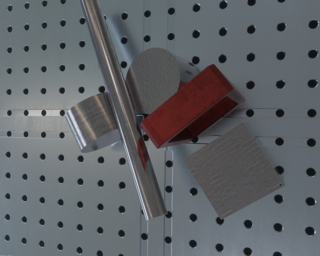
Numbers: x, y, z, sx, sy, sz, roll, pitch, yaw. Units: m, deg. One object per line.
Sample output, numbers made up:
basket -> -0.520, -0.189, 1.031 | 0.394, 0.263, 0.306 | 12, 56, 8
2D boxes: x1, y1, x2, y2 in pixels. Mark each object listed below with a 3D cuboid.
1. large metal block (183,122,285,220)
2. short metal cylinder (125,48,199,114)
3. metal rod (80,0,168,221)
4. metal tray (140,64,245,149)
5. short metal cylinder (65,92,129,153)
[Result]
large metal block -> 0.088, 0.048, 0.368 | 0.080, 0.050, 0.080 | -34, 79, 16
short metal cylinder -> 0.004, -0.054, 0.388 | 0.080, 0.050, 0.080 | -4, 84, 34
metal rod -> -0.050, -0.039, 0.376 | 0.025, 0.025, 0.299 | -25, 72, 18
metal tray -> 0.043, -0.019, 0.342 | 0.090, 0.130, 0.030 | -39, 78, 16
short metal cylinder -> -0.077, -0.007, 0.410 | 0.080, 0.080, 0.050 | -30, 81, 17
